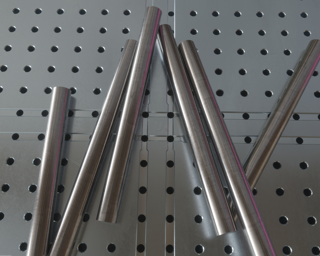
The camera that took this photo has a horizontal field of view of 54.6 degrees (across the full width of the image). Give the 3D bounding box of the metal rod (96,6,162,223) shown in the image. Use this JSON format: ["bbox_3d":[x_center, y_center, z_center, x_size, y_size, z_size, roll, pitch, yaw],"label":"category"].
[{"bbox_3d":[-0.037,-0.029,0.412,0.025,0.025,0.299,10,74,4],"label":"metal rod"}]

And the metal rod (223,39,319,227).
[{"bbox_3d":[0.153,-0.002,0.413,0.025,0.025,0.300,30,73,10],"label":"metal rod"}]

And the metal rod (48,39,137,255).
[{"bbox_3d":[-0.077,0.013,0.406,0.025,0.025,0.299,14,70,5],"label":"metal rod"}]

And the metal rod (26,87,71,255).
[{"bbox_3d":[-0.140,0.089,0.378,0.025,0.025,0.299,1,70,0],"label":"metal rod"}]

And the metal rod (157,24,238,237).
[{"bbox_3d":[0.039,-0.015,0.403,0.025,0.025,0.299,-13,65,-5],"label":"metal rod"}]

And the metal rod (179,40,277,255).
[{"bbox_3d":[0.075,0.009,0.390,0.025,0.025,0.299,-13,64,-5],"label":"metal rod"}]
